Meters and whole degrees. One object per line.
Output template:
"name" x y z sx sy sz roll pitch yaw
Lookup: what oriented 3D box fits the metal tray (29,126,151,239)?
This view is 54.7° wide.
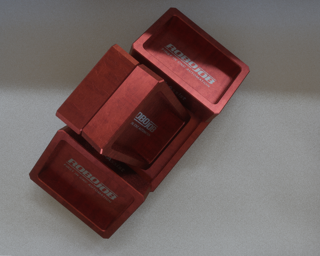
"metal tray" -0.088 0.067 0.389 0.130 0.030 0.090 40 114 -1

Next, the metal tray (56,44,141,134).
"metal tray" -0.059 -0.037 0.355 0.030 0.130 0.090 40 90 0

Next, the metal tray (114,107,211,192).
"metal tray" -0.006 0.006 0.407 0.090 0.030 0.130 39 90 -1

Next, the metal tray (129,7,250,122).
"metal tray" 0.038 -0.081 0.390 0.130 0.030 0.090 39 64 0

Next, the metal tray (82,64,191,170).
"metal tray" -0.018 -0.004 0.345 0.030 0.130 0.090 40 90 23
